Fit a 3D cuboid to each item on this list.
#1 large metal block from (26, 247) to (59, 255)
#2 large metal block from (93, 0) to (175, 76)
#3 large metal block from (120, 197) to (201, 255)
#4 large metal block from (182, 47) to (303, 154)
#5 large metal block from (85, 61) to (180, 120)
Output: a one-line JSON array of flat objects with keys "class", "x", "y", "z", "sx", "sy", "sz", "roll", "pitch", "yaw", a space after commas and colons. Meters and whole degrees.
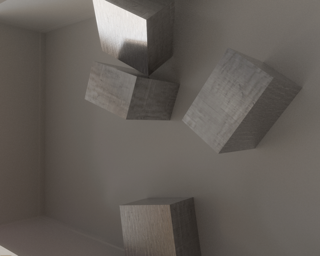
[{"class": "large metal block", "x": -0.206, "y": 0.280, "z": 0.560, "sx": 0.080, "sy": 0.050, "sz": 0.079, "roll": 24, "pitch": 105, "yaw": 37}, {"class": "large metal block", "x": -0.030, "y": -0.123, "z": 0.378, "sx": 0.080, "sy": 0.050, "sz": 0.080, "roll": 32, "pitch": 149, "yaw": 22}, {"class": "large metal block", "x": 0.000, "y": 0.132, "z": 0.387, "sx": 0.080, "sy": 0.050, "sz": 0.080, "roll": -12, "pitch": 82, "yaw": 37}, {"class": "large metal block", "x": 0.081, "y": -0.024, "z": 0.303, "sx": 0.050, "sy": 0.081, "sz": 0.080, "roll": 45, "pitch": 117, "yaw": 30}, {"class": "large metal block", "x": -0.035, "y": -0.047, "z": 0.398, "sx": 0.080, "sy": 0.081, "sz": 0.050, "roll": 25, "pitch": 106, "yaw": 37}]
